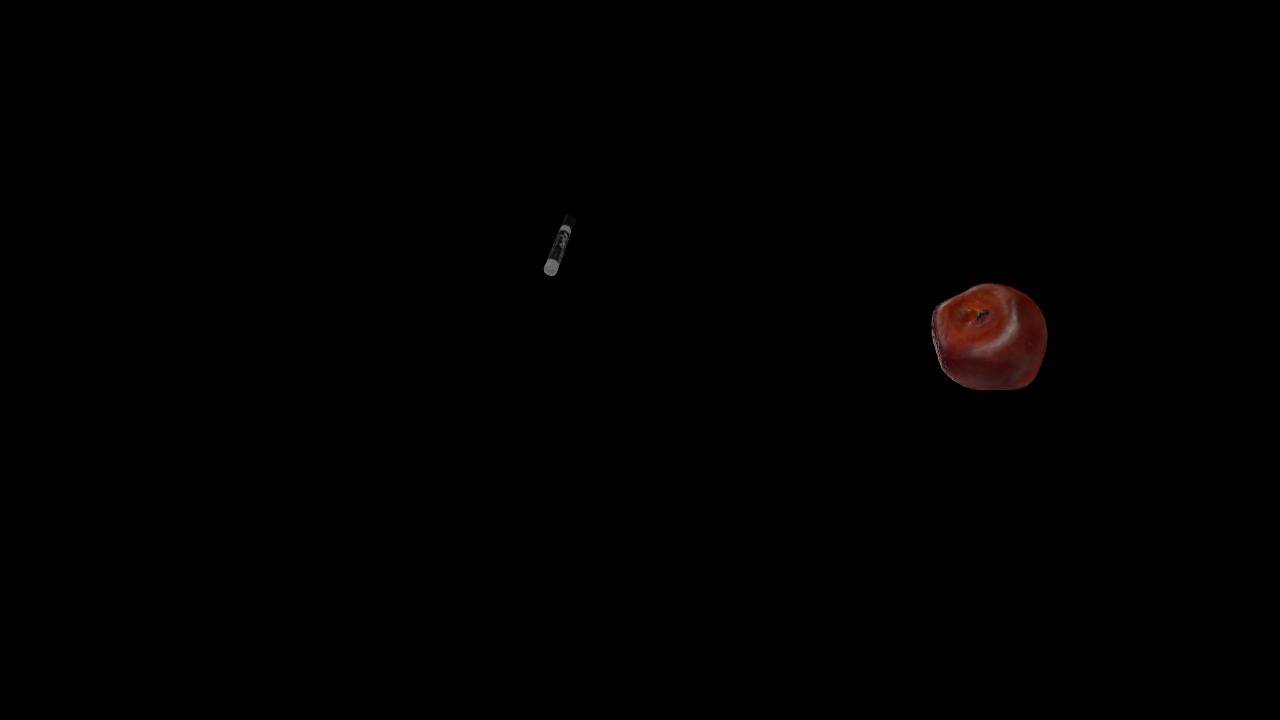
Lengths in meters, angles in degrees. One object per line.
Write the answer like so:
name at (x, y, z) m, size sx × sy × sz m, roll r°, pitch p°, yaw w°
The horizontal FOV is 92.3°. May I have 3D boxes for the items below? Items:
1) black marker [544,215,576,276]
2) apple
black marker at (-0.113, -0.166, 0.876) m, size 0.020 × 0.121 × 0.020 m, roll 7°, pitch -40°, yaw 6°
apple at (0.262, -0.014, 0.459) m, size 0.079 × 0.079 × 0.093 m, roll 0°, pitch -25°, yaw 41°
